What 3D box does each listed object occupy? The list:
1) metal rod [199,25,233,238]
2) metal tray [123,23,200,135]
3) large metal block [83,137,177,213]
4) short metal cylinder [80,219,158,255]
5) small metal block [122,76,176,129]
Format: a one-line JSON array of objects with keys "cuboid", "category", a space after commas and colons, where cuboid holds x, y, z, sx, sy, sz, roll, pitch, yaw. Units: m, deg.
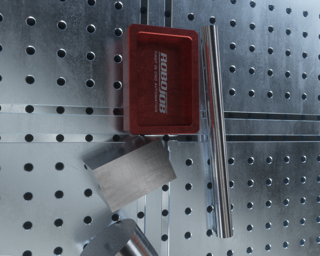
[{"cuboid": [0.081, 0.006, 0.443, 0.025, 0.025, 0.298, -5, 92, -20], "category": "metal rod"}, {"cuboid": [0.002, -0.057, 0.385, 0.091, 0.030, 0.129, -1, 90, -21], "category": "metal tray"}, {"cuboid": [-0.039, 0.049, 0.370, 0.081, 0.080, 0.050, -25, 99, -19], "category": "large metal block"}, {"cuboid": [-0.049, 0.154, 0.366, 0.080, 0.080, 0.050, -36, 102, -17], "category": "short metal cylinder"}, {"cuboid": [-0.013, -0.032, 0.409, 0.050, 0.025, 0.050, 43, 76, -15], "category": "small metal block"}]
